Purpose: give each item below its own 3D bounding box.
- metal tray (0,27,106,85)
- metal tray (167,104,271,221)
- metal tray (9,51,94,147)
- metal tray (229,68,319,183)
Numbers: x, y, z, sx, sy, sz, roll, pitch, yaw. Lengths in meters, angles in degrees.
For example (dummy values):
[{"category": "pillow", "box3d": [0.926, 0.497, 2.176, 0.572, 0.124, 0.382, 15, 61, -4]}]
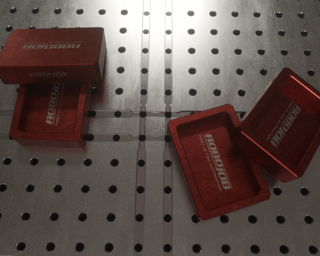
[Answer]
[{"category": "metal tray", "box3d": [-0.145, -0.101, 0.427, 0.131, 0.030, 0.090, -2, 48, -2]}, {"category": "metal tray", "box3d": [0.070, 0.042, 0.394, 0.091, 0.030, 0.130, -16, 71, -6]}, {"category": "metal tray", "box3d": [-0.142, -0.041, 0.422, 0.091, 0.030, 0.130, 2, 70, 0]}, {"category": "metal tray", "box3d": [0.160, -0.007, 0.394, 0.090, 0.030, 0.130, 40, 63, 5]}]
